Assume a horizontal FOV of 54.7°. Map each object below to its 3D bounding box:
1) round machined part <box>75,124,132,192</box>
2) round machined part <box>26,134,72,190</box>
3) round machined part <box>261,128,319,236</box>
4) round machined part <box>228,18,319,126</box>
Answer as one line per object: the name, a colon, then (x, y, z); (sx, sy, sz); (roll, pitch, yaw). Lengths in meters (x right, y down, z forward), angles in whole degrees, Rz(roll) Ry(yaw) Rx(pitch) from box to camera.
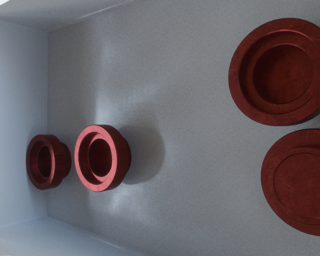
round machined part: (-0.081, 0.043, 0.463); (0.098, 0.042, 0.097); (0, 90, 40)
round machined part: (-0.197, 0.060, 0.559); (0.098, 0.042, 0.097); (0, 90, 40)
round machined part: (0.139, 0.049, 0.281); (0.098, 0.042, 0.097); (0, 90, 40)
round machined part: (0.120, -0.050, 0.297); (0.098, 0.042, 0.097); (0, 90, 40)
